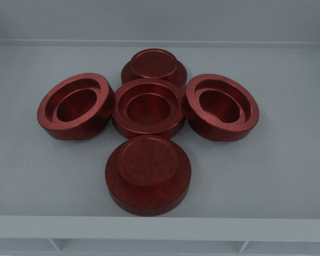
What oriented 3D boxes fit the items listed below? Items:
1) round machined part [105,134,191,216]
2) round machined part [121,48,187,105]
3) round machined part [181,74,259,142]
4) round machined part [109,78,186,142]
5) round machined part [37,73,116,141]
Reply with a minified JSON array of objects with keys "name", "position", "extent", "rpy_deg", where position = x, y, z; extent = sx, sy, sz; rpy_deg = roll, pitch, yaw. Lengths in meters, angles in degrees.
[{"name":"round machined part","position":[-0.013,0.046,0.353],"extent":[0.099,0.042,0.098],"rpy_deg":[0,50,0]},{"name":"round machined part","position":[-0.009,-0.081,0.460],"extent":[0.099,0.042,0.098],"rpy_deg":[0,50,0]},{"name":"round machined part","position":[0.073,-0.021,0.399],"extent":[0.099,0.042,0.098],"rpy_deg":[11,49,-13]},{"name":"round machined part","position":[-0.015,-0.018,0.406],"extent":[0.099,0.042,0.098],"rpy_deg":[0,50,0]},{"name":"round machined part","position":[-0.102,-0.023,0.400],"extent":[0.098,0.042,0.098],"rpy_deg":[-11,48,13]}]
